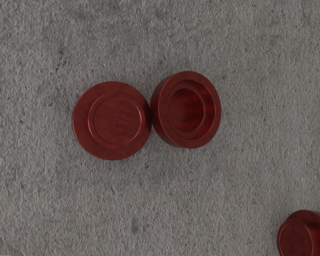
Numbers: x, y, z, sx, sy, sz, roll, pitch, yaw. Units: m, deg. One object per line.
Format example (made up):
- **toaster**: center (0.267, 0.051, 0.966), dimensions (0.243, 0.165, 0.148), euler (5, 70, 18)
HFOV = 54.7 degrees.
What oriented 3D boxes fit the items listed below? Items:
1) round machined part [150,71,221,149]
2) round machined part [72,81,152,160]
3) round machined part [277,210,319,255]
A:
- **round machined part**: center (0.029, -0.022, 0.404), dimensions (0.099, 0.042, 0.097), euler (1, 87, -31)
- **round machined part**: center (-0.056, -0.009, 0.379), dimensions (0.099, 0.042, 0.097), euler (0, 90, -20)
- **round machined part**: center (0.209, 0.168, 0.447), dimensions (0.042, 0.098, 0.097), euler (11, 86, -20)
